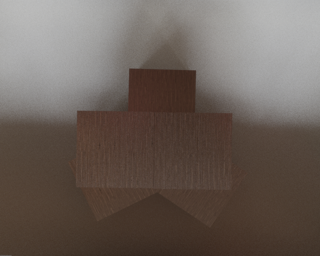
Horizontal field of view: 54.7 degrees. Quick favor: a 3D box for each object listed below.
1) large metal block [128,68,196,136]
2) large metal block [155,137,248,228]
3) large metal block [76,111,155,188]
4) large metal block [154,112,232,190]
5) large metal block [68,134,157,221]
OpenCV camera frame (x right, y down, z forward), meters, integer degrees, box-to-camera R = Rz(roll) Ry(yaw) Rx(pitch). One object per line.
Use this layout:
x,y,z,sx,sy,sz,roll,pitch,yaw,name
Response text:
0.002,-0.031,0.397,0.081,0.050,0.080,2,90,0,large metal block
0.050,0.064,0.396,0.080,0.050,0.080,34,90,0,large metal block
-0.046,0.022,0.347,0.081,0.050,0.080,1,90,0,large metal block
0.034,0.024,0.346,0.081,0.050,0.080,1,90,0,large metal block
-0.057,0.059,0.397,0.080,0.050,0.080,-26,90,0,large metal block
